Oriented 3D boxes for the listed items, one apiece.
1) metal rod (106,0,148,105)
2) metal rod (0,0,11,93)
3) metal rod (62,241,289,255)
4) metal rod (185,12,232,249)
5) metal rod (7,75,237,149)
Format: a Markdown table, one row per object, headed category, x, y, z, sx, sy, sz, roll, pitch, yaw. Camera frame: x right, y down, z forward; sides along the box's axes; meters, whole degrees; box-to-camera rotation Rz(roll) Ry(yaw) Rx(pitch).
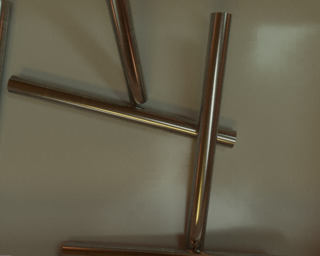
| category | x | y | z | sx | sy | sz | roll | pitch | yaw |
| --- | --- | --- | --- | --- | --- | --- | --- | --- | --- |
| metal rod | -0.047 | -0.150 | 0.317 | 0.025 | 0.025 | 0.298 | -10 | 131 | 0 |
| metal rod | -0.229 | -0.020 | 0.409 | 0.025 | 0.025 | 0.298 | 7 | 90 | 0 |
| metal rod | 0.024 | 0.166 | 0.390 | 0.301 | 0.025 | 0.025 | 1 | 90 | 8 |
| metal rod | 0.058 | 0.014 | 0.386 | 0.025 | 0.025 | 0.298 | 5 | 100 | 0 |
| metal rod | -0.049 | -0.021 | 0.410 | 0.302 | 0.025 | 0.025 | 14 | 90 | 0 |
